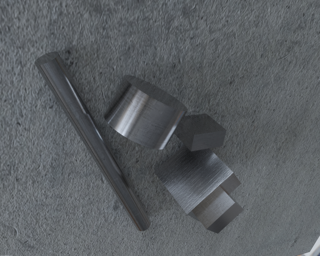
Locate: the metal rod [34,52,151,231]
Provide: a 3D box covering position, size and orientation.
[{"bbox_3d":[-0.069,0.041,0.395,0.025,0.025,0.299,-29,129,-10],"label":"metal rod"}]

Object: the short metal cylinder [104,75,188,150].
[{"bbox_3d":[-0.016,-0.019,0.352,0.080,0.080,0.050,19,108,-36],"label":"short metal cylinder"}]

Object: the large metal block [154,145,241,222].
[{"bbox_3d":[0.053,0.071,0.440,0.080,0.080,0.050,-42,144,0],"label":"large metal block"}]

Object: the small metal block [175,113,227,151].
[{"bbox_3d":[0.054,0.005,0.425,0.050,0.050,0.025,-8,122,-25],"label":"small metal block"}]

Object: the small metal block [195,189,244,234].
[{"bbox_3d":[0.082,0.114,0.421,0.050,0.025,0.050,-44,144,3],"label":"small metal block"}]
